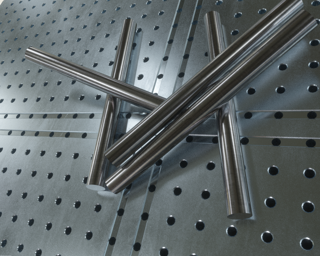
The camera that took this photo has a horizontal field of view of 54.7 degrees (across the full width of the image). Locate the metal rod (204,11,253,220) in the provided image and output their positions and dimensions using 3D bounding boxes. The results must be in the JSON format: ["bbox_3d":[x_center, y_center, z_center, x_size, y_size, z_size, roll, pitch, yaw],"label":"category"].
[{"bbox_3d":[0.079,-0.039,0.389,0.025,0.025,0.299,-13,56,20],"label":"metal rod"}]

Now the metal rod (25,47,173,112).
[{"bbox_3d":[-0.089,-0.069,0.457,0.301,0.025,0.025,24,74,24],"label":"metal rod"}]

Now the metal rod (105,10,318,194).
[{"bbox_3d":[0.051,-0.022,0.365,0.300,0.025,0.025,-41,51,11],"label":"metal rod"}]

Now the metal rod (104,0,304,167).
[{"bbox_3d":[0.054,-0.059,0.381,0.300,0.025,0.025,-41,51,-2],"label":"metal rod"}]

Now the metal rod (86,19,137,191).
[{"bbox_3d":[-0.068,-0.053,0.474,0.025,0.025,0.299,-7,58,24],"label":"metal rod"}]
